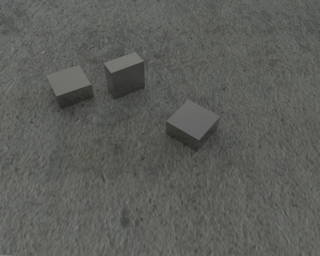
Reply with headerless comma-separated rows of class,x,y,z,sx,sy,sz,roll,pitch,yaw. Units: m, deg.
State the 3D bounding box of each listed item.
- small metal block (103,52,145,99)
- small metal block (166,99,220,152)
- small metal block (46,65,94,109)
small metal block,-0.051,-0.076,0.450,0.050,0.050,0.025,-25,55,-20
small metal block,0.043,-0.004,0.407,0.050,0.025,0.050,31,56,23
small metal block,-0.131,-0.061,0.453,0.050,0.025,0.050,-23,54,-19
